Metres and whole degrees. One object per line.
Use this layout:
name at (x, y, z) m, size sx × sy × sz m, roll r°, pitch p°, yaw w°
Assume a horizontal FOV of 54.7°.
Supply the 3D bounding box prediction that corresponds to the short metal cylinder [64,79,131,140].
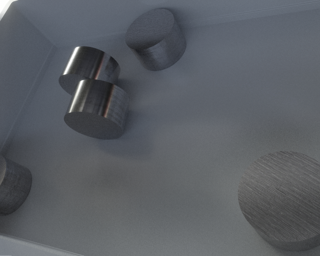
short metal cylinder at (-0.085, -0.024, 0.430) m, size 0.080 × 0.080 × 0.050 m, roll -3°, pitch 61°, yaw 27°

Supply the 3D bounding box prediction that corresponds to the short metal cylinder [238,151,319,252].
short metal cylinder at (0.118, 0.068, 0.286) m, size 0.080 × 0.050 × 0.080 m, roll -13°, pitch 56°, yaw 21°

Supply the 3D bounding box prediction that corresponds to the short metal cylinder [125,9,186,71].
short metal cylinder at (-0.006, -0.135, 0.476) m, size 0.080 × 0.050 × 0.080 m, roll -13°, pitch 56°, yaw 21°

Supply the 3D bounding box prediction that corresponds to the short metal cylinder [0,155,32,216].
short metal cylinder at (-0.242, 0.085, 0.465) m, size 0.080 × 0.050 × 0.080 m, roll -13°, pitch 56°, yaw 21°

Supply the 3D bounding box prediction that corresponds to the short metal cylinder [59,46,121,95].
short metal cylinder at (-0.107, -0.079, 0.475) m, size 0.080 × 0.080 × 0.050 m, roll 1°, pitch 62°, yaw 28°
